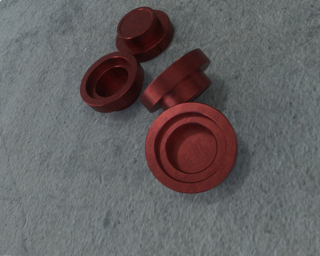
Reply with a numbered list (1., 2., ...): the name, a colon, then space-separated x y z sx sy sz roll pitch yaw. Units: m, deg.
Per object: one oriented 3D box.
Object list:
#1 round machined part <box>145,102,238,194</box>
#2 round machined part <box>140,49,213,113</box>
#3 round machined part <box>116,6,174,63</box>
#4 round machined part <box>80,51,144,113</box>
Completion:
1. round machined part: 0.036 0.023 0.346 0.098 0.042 0.098 -3 78 15
2. round machined part: 0.026 -0.049 0.385 0.098 0.098 0.042 -40 87 1
3. round machined part: -0.030 -0.158 0.504 0.098 0.042 0.098 -13 56 20
4. round machined part: -0.067 -0.064 0.466 0.098 0.042 0.098 -13 56 20
